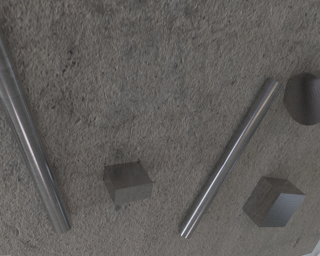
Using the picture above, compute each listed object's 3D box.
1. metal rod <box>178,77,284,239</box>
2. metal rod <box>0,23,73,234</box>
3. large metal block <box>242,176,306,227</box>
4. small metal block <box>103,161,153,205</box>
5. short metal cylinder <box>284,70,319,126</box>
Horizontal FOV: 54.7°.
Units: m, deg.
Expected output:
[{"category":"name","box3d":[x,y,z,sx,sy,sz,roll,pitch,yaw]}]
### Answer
[{"category":"metal rod","box3d":[0.107,0.058,0.501,0.025,0.025,0.298,15,111,-34]},{"category":"metal rod","box3d":[-0.142,0.009,0.334,0.025,0.025,0.298,-18,126,-18]},{"category":"large metal block","box3d":[0.220,0.144,0.601,0.081,0.050,0.079,12,112,-34]},{"category":"small metal block","box3d":[-0.043,0.072,0.412,0.050,0.050,0.025,-6,121,-25]},{"category":"short metal cylinder","box3d":[0.240,-0.047,0.473,0.050,0.080,0.079,-11,123,-22]}]
